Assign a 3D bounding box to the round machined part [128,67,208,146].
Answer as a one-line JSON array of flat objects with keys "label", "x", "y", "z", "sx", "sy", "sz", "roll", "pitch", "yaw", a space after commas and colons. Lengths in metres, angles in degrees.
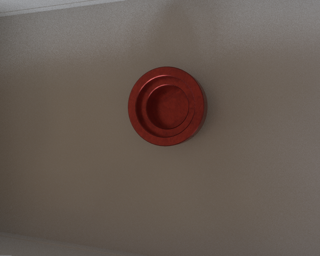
[{"label": "round machined part", "x": 0.012, "y": -0.026, "z": 0.396, "sx": 0.098, "sy": 0.042, "sz": 0.097, "roll": 0, "pitch": 90, "yaw": 19}]
